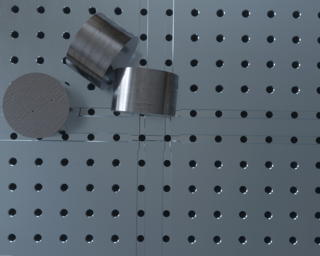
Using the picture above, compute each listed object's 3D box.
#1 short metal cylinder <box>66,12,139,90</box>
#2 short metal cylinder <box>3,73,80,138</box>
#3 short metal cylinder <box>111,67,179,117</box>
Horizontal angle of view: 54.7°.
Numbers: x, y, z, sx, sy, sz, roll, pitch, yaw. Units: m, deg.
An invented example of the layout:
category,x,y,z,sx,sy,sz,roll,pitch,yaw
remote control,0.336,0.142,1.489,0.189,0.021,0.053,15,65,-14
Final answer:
category,x,y,z,sx,sy,sz,roll,pitch,yaw
short metal cylinder,-0.070,-0.094,0.385,0.050,0.080,0.080,36,90,0
short metal cylinder,-0.150,-0.027,0.399,0.081,0.050,0.079,0,90,-1
short metal cylinder,-0.019,-0.042,0.386,0.081,0.080,0.050,5,90,-1
